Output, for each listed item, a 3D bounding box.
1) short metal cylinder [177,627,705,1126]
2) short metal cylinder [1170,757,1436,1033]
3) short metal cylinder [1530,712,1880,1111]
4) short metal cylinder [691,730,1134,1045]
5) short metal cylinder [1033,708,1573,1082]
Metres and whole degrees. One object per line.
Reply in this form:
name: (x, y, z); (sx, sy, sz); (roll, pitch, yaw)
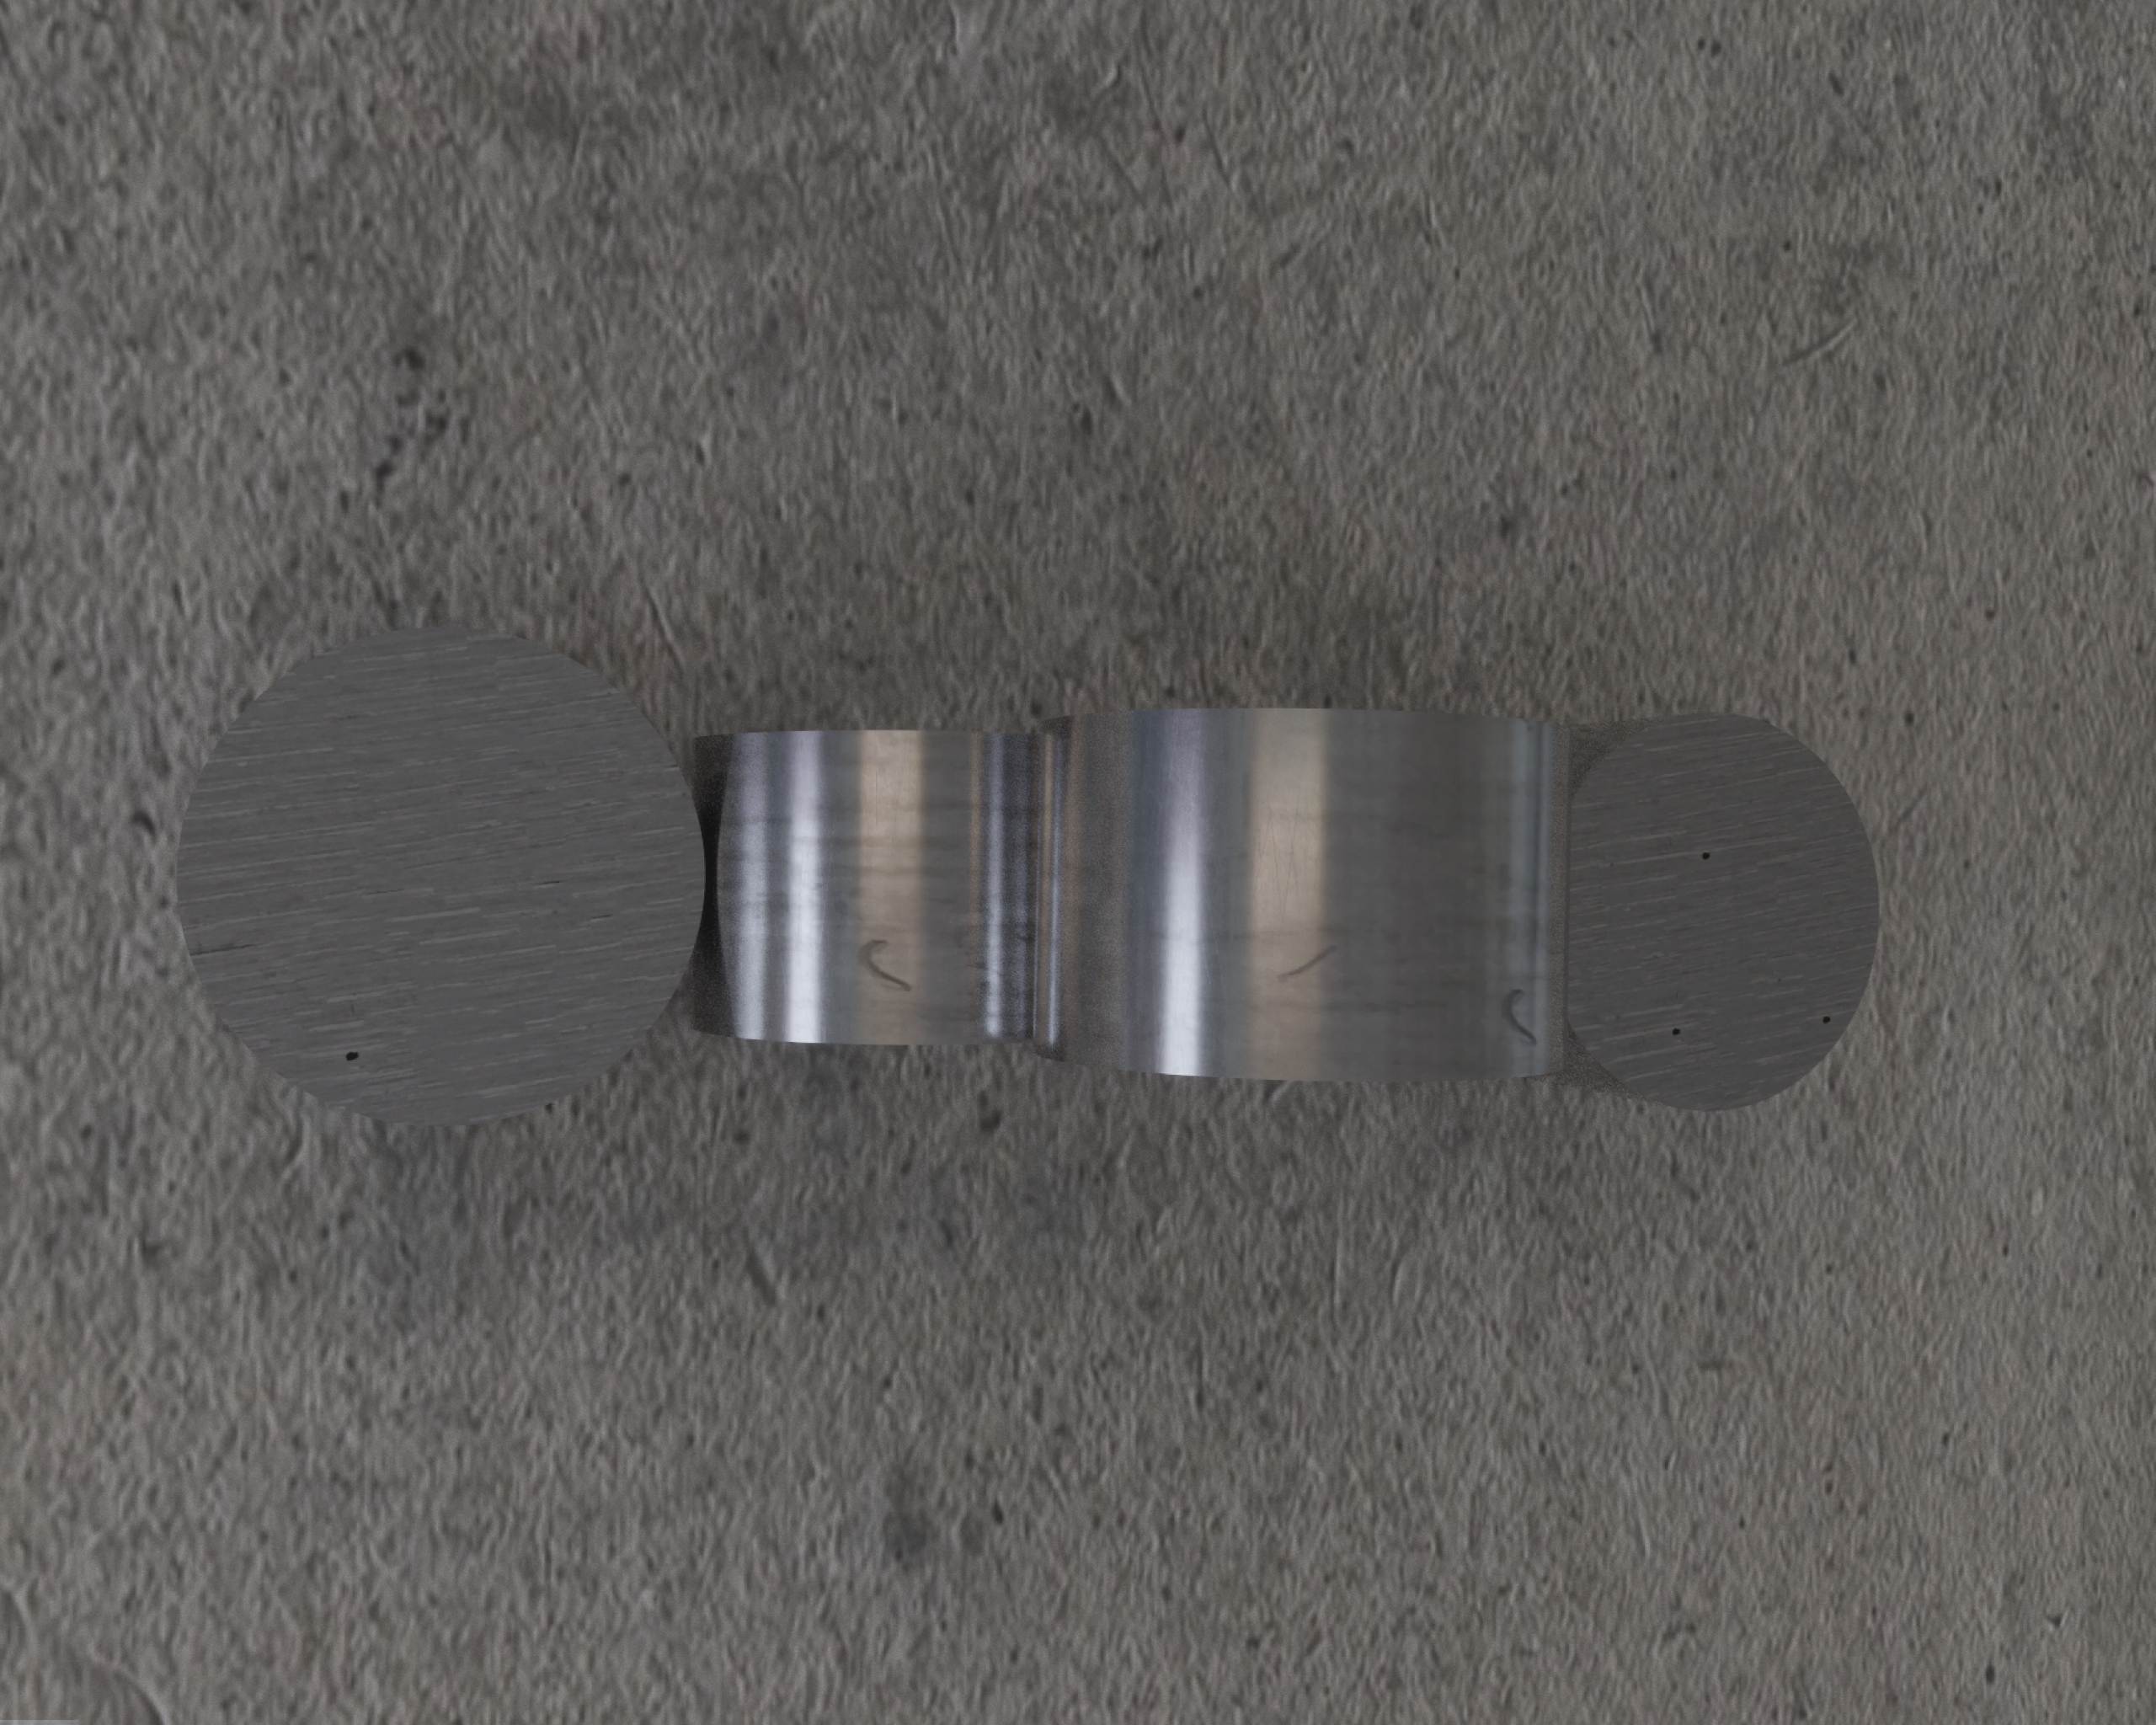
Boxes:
short metal cylinder: (-0.108, 0.002, 0.356); (0.081, 0.050, 0.080); (0, 90, -20)
short metal cylinder: (0.048, 0.005, 0.397); (0.081, 0.080, 0.050); (0, 90, -20)
short metal cylinder: (0.119, 0.010, 0.439); (0.081, 0.050, 0.080); (0, 90, -20)
short metal cylinder: (-0.027, 0.004, 0.370); (0.081, 0.080, 0.050); (0, 90, -20)
short metal cylinder: (0.034, 0.005, 0.318); (0.081, 0.080, 0.050); (1, 89, -20)
